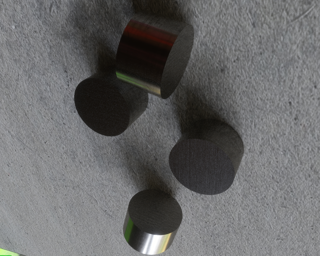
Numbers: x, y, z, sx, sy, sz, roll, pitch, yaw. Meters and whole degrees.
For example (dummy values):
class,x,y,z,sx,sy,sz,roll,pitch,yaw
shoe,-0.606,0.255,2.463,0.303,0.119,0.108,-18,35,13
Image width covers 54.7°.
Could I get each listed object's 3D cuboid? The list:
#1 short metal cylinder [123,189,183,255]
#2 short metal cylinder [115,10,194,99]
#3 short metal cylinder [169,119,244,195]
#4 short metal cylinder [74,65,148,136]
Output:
class,x,y,z,sx,sy,sz,roll,pitch,yaw
short metal cylinder,-0.012,0.139,0.463,0.080,0.080,0.050,25,127,12
short metal cylinder,-0.004,-0.077,0.326,0.050,0.080,0.079,24,127,14
short metal cylinder,0.058,0.035,0.382,0.080,0.050,0.079,13,124,21
short metal cylinder,-0.062,-0.036,0.401,0.080,0.050,0.079,13,124,21
